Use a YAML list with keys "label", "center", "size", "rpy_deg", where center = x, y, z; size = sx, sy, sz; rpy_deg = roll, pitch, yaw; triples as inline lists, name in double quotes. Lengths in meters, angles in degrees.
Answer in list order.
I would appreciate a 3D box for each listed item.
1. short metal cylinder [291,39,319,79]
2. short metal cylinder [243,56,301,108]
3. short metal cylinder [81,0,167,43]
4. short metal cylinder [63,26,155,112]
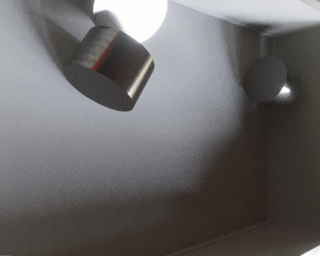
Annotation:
- label: "short metal cylinder"
  center: [0.329, -0.148, 0.673]
  size: [0.081, 0.050, 0.079]
  rpy_deg: [0, 90, -40]
- label: "short metal cylinder"
  center: [0.193, -0.078, 0.536]
  size: [0.050, 0.080, 0.080]
  rpy_deg: [12, 82, -40]
- label: "short metal cylinder"
  center: [-0.039, -0.137, 0.332]
  size: [0.081, 0.050, 0.080]
  rpy_deg: [-19, 140, -17]
- label: "short metal cylinder"
  center: [-0.053, -0.060, 0.328]
  size: [0.080, 0.080, 0.050]
  rpy_deg: [39, 66, -33]
